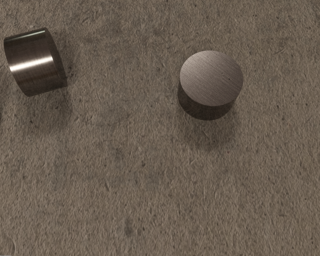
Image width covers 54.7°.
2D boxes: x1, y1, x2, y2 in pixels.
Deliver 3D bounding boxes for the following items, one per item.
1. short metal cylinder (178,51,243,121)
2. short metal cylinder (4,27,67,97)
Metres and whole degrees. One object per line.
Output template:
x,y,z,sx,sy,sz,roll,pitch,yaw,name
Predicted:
0.065,-0.056,0.416,0.081,0.050,0.080,0,70,0,short metal cylinder
-0.161,-0.086,0.409,0.050,0.080,0.080,-18,71,-6,short metal cylinder
